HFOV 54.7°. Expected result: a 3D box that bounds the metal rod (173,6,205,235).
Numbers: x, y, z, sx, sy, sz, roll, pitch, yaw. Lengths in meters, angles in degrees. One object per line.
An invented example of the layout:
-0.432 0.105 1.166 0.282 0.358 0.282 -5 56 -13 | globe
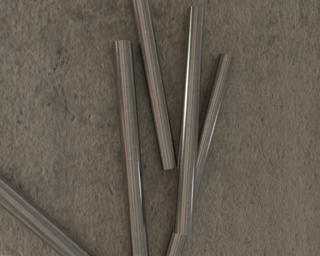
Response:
0.039 -0.015 0.411 0.025 0.025 0.298 6 83 -20 | metal rod

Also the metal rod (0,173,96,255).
-0.094 0.158 0.375 0.025 0.025 0.300 -46 105 -14 | metal rod

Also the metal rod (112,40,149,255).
-0.036 0.041 0.396 0.025 0.025 0.298 -5 92 -20 | metal rod

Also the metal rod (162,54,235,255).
0.054 0.041 0.430 0.025 0.025 0.299 18 84 -20 | metal rod

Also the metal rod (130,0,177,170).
-0.014 -0.094 0.404 0.025 0.025 0.298 -11 94 -20 | metal rod
